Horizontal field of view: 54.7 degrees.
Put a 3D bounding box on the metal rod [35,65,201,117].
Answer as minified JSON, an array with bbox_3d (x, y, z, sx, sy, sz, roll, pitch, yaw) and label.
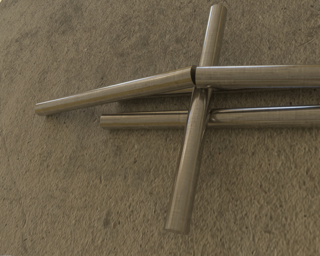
[{"bbox_3d":[-0.080,-0.046,0.442,0.300,0.025,0.025,-7,58,35],"label":"metal rod"}]

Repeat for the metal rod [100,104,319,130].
[{"bbox_3d":[0.054,-0.011,0.382,0.300,0.025,0.025,-1,62,27],"label":"metal rod"}]

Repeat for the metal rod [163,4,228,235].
[{"bbox_3d":[0.048,-0.030,0.365,0.025,0.025,0.300,0,61,28],"label":"metal rod"}]

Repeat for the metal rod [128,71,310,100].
[{"bbox_3d":[0.066,-0.055,0.403,0.300,0.025,0.025,-1,62,27],"label":"metal rod"}]

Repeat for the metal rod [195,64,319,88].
[{"bbox_3d":[0.186,-0.052,0.307,0.301,0.025,0.025,2,62,17],"label":"metal rod"}]
